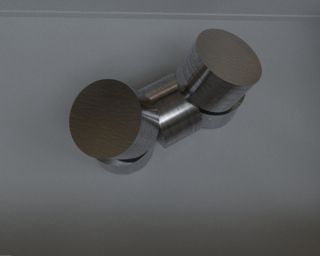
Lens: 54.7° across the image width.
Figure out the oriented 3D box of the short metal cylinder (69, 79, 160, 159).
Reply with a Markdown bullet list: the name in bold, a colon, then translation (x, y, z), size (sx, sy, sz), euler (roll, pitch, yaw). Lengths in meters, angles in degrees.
- **short metal cylinder**: translation (-0.047, -0.007, 0.328), size (0.080, 0.050, 0.080), euler (-2, 83, 19)

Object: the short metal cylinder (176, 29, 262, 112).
- **short metal cylinder**: translation (0.066, -0.065, 0.350), size (0.081, 0.050, 0.080), euler (12, 55, -18)

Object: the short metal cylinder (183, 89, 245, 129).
- **short metal cylinder**: translation (0.068, -0.044, 0.412), size (0.081, 0.050, 0.080), euler (0, 70, 0)

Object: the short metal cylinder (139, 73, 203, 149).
- **short metal cylinder**: translation (0.010, -0.021, 0.386), size (0.050, 0.080, 0.080), euler (-28, 73, -10)

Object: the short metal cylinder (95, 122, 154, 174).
- **short metal cylinder**: translation (-0.048, 0.014, 0.389), size (0.081, 0.050, 0.080), euler (0, 70, 0)
